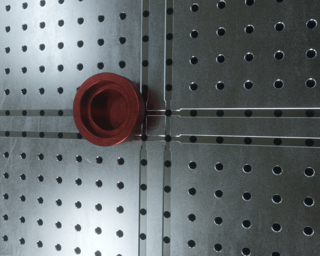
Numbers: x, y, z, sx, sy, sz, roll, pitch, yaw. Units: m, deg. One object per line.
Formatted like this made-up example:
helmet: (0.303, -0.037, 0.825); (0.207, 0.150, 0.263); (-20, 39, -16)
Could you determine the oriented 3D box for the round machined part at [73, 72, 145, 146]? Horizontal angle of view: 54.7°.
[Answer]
round machined part: (-0.066, -0.025, 0.426); (0.098, 0.042, 0.097); (0, 90, 19)
